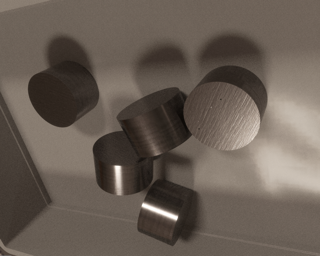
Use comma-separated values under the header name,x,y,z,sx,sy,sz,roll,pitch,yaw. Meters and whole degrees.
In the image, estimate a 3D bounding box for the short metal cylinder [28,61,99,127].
name,x,y,z,sx,sy,sz,roll,pitch,yaw
short metal cylinder,-0.133,-0.048,0.431,0.080,0.050,0.079,13,124,20

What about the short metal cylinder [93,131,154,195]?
name,x,y,z,sx,sy,sz,roll,pitch,yaw
short metal cylinder,-0.049,0.046,0.426,0.080,0.080,0.050,14,124,20

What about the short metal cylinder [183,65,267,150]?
name,x,y,z,sx,sy,sz,roll,pitch,yaw
short metal cylinder,0.072,-0.022,0.340,0.080,0.050,0.079,13,124,20

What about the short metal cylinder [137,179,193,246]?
name,x,y,z,sx,sy,sz,roll,pitch,yaw
short metal cylinder,0.009,0.119,0.441,0.050,0.080,0.079,17,125,18

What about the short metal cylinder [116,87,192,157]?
name,x,y,z,sx,sy,sz,roll,pitch,yaw
short metal cylinder,-0.004,-0.008,0.369,0.080,0.080,0.050,-13,112,33
